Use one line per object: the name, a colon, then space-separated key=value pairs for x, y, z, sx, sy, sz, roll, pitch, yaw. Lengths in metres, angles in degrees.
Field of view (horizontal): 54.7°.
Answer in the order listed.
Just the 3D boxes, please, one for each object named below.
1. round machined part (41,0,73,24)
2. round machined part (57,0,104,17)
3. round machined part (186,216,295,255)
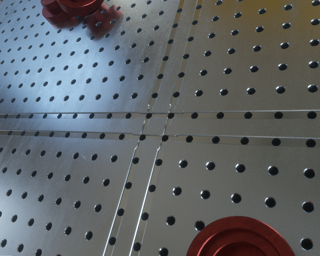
round machined part: x=-0.221 y=-0.280 z=0.682 sx=0.098 sy=0.042 sz=0.098 roll=-13 pitch=56 yaw=20
round machined part: x=-0.159 y=-0.267 z=0.627 sx=0.099 sy=0.042 sz=0.098 roll=-1 pitch=67 yaw=3
round machined part: x=0.074 y=0.133 z=0.276 sx=0.098 sy=0.042 sz=0.098 roll=-13 pitch=56 yaw=20
